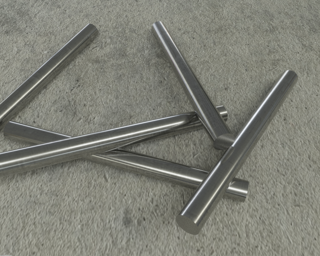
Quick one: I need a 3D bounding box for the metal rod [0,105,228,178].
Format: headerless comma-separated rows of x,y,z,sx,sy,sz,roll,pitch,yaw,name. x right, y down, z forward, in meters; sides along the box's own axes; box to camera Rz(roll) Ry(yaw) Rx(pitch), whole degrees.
-0.051,0.012,0.361,0.302,0.025,0.025,-13,51,-23,metal rod

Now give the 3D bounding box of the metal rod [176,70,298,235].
0.110,0.006,0.375,0.025,0.025,0.302,28,48,21,metal rod

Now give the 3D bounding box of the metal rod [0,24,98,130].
-0.182,-0.069,0.459,0.025,0.025,0.301,19,52,15,metal rod

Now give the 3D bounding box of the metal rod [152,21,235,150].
0.034,-0.082,0.445,0.025,0.025,0.300,-11,43,-9,metal rod

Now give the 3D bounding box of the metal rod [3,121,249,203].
-0.049,0.037,0.371,0.301,0.025,0.025,13,51,11,metal rod
